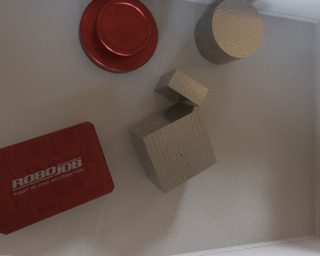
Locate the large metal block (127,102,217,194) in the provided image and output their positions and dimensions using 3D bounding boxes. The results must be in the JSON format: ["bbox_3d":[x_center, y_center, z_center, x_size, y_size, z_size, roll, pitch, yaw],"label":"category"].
[{"bbox_3d":[0.016,0.022,0.395,0.081,0.050,0.080,-28,114,-18],"label":"large metal block"}]

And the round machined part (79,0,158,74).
[{"bbox_3d":[-0.048,-0.119,0.384,0.099,0.042,0.097,0,90,-21],"label":"round machined part"}]

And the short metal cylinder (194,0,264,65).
[{"bbox_3d":[0.096,-0.133,0.434,0.081,0.050,0.079,0,90,-21],"label":"short metal cylinder"}]

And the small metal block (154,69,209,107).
[{"bbox_3d":[0.027,-0.050,0.408,0.050,0.050,0.025,30,80,-18],"label":"small metal block"}]

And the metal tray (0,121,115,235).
[{"bbox_3d":[-0.130,0.054,0.360,0.131,0.030,0.089,-19,97,-19],"label":"metal tray"}]
